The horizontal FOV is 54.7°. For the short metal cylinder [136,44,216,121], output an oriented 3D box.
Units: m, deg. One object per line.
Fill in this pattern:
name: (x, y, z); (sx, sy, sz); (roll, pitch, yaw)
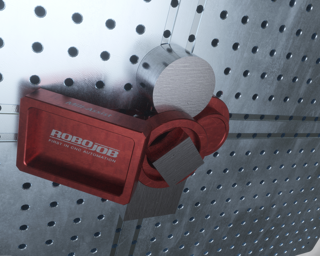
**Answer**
short metal cylinder: (0.018, -0.054, 0.371); (0.081, 0.050, 0.079); (-14, 124, -21)

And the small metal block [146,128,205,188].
small metal block: (0.017, 0.034, 0.361); (0.050, 0.025, 0.050); (-36, 129, -4)

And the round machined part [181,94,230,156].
round machined part: (0.056, 0.001, 0.430); (0.099, 0.042, 0.097); (-14, 124, -21)

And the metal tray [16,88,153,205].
metal tray: (-0.082, 0.020, 0.329); (0.131, 0.030, 0.089); (17, 114, 4)

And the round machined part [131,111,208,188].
round machined part: (0.006, 0.022, 0.379); (0.099, 0.042, 0.097); (-14, 124, -21)

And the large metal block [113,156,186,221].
large metal block: (-0.015, 0.077, 0.431); (0.081, 0.050, 0.079); (1, 118, -29)
